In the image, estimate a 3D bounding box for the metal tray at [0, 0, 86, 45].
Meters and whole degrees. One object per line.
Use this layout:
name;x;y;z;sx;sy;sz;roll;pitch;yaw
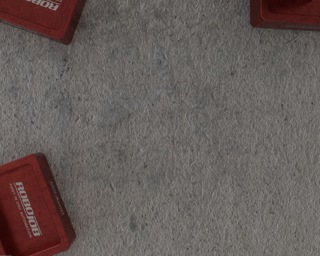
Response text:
metal tray;-0.169;-0.174;0.405;0.131;0.030;0.090;19;90;0

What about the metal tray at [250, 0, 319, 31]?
metal tray;0.183;-0.175;0.397;0.131;0.030;0.089;0;90;-10

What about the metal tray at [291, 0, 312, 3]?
metal tray;0.128;-0.192;0.367;0.131;0.090;0.030;13;90;9

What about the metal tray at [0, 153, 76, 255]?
metal tray;-0.177;0.108;0.405;0.090;0.030;0.129;-21;90;0
